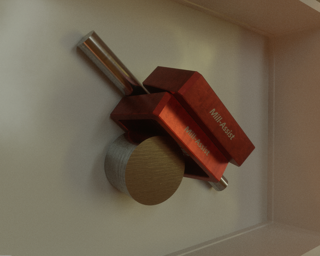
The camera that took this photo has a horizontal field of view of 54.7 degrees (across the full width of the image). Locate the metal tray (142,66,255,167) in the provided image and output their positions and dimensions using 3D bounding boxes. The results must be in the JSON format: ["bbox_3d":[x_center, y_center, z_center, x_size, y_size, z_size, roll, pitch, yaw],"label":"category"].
[{"bbox_3d":[0.046,-0.014,0.370,0.030,0.090,0.130,-49,121,-9],"label":"metal tray"}]

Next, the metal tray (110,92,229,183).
[{"bbox_3d":[0.012,0.014,0.375,0.130,0.090,0.030,47,62,-30],"label":"metal tray"}]

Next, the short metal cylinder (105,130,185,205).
[{"bbox_3d":[-0.018,0.045,0.368,0.081,0.050,0.079,-6,100,-34],"label":"short metal cylinder"}]

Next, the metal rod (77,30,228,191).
[{"bbox_3d":[0.007,-0.005,0.415,0.300,0.025,0.025,46,62,-30],"label":"metal rod"}]

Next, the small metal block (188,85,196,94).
[{"bbox_3d":[0.025,-0.041,0.427,0.050,0.025,0.050,48,61,-30],"label":"small metal block"}]
